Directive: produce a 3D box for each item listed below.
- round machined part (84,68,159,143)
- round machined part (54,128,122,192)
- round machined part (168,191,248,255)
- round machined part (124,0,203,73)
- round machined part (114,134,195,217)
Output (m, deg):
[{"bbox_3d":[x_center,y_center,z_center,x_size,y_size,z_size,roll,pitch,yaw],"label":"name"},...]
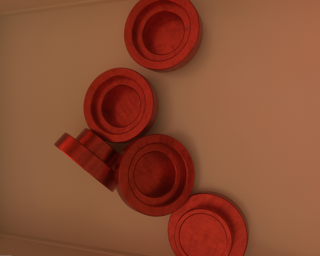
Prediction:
[{"bbox_3d":[-0.048,-0.028,0.415,0.098,0.042,0.097,-2,84,17],"label":"round machined part"},{"bbox_3d":[-0.086,0.037,0.408,0.098,0.098,0.042,35,75,16],"label":"round machined part"},{"bbox_3d":[0.056,0.129,0.377,0.098,0.042,0.097,-2,84,19],"label":"round machined part"},{"bbox_3d":[0.007,-0.120,0.399,0.098,0.042,0.097,0,90,20],"label":"round machined part"},{"bbox_3d":[-0.010,0.058,0.387,0.099,0.042,0.097,3,82,-24],"label":"round machined part"}]
